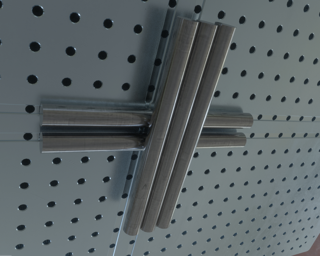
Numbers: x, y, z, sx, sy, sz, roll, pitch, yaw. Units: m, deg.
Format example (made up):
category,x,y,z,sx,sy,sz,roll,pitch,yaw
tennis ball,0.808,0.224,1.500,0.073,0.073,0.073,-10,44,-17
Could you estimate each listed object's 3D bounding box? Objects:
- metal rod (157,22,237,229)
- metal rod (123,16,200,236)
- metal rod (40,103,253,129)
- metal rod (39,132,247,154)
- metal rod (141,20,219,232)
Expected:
category,x,y,z,sx,sy,sz,roll,pitch,yaw
metal rod,0.039,0.014,0.411,0.025,0.025,0.298,1,118,-29
metal rod,-0.006,0.016,0.387,0.025,0.025,0.298,1,118,-29
metal rod,0.004,-0.013,0.407,0.303,0.025,0.025,1,118,-29
metal rod,-0.002,0.018,0.423,0.303,0.025,0.025,1,118,-29
metal rod,0.017,0.016,0.400,0.025,0.025,0.298,1,118,-29
